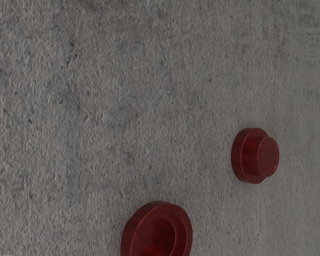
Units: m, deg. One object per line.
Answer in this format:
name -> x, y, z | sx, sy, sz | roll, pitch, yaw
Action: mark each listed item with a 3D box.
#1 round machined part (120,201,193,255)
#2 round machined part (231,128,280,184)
round machined part -> -0.008, 0.140, 0.387 | 0.099, 0.042, 0.097 | 0, 90, -40
round machined part -> 0.170, 0.049, 0.536 | 0.099, 0.042, 0.097 | 0, 90, -40
